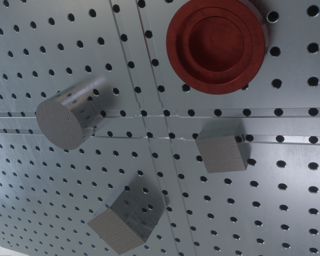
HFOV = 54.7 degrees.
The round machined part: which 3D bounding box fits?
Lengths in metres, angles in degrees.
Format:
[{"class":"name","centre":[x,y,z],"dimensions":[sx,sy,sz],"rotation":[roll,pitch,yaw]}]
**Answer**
[{"class":"round machined part","centre":[0.059,-0.087,0.315],"dimensions":[0.098,0.042,0.097],"rotation":[13,124,21]}]

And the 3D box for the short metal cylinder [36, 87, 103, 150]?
[{"class":"short metal cylinder","centre":[-0.132,-0.015,0.456],"dimensions":[0.080,0.050,0.079],"rotation":[13,124,21]}]

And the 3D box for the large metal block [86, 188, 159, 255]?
[{"class":"large metal block","centre":[-0.064,0.161,0.528],"dimensions":[0.080,0.050,0.080],"rotation":[46,129,-4]}]

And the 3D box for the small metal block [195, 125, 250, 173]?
[{"class":"small metal block","centre":[0.078,0.027,0.387],"dimensions":[0.050,0.025,0.050],"rotation":[-10,114,32]}]
